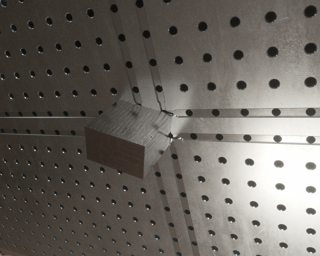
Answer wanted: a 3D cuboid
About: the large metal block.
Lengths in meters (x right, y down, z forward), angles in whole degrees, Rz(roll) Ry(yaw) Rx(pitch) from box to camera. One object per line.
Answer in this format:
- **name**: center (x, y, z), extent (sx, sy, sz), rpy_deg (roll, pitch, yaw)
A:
- **large metal block**: center (-0.038, 0.011, 0.401), extent (0.080, 0.080, 0.050), rpy_deg (17, 125, 18)
